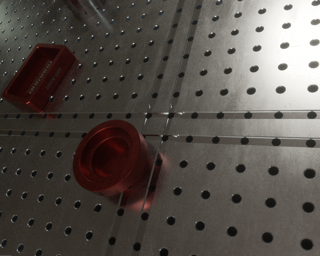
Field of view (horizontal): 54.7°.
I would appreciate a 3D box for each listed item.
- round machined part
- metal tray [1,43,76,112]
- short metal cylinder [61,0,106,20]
[{"bbox_3d":[-0.060,0.041,0.402,0.098,0.042,0.098,-13,56,20],"label":"round machined part"},{"bbox_3d":[-0.227,-0.098,0.581,0.090,0.030,0.130,14,68,33],"label":"metal tray"},{"bbox_3d":[-0.159,-0.272,0.640,0.080,0.050,0.080,-13,56,20],"label":"short metal cylinder"}]
